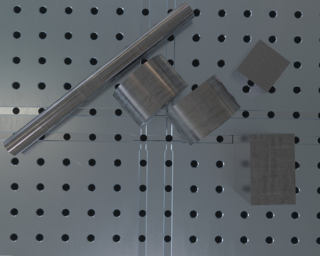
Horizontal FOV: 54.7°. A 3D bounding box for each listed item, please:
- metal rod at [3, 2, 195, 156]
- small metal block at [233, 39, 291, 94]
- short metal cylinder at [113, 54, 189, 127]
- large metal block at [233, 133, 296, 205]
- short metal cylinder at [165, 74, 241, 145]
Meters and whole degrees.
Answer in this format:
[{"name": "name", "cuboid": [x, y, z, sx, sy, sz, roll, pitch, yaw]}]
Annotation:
[{"name": "metal rod", "cuboid": [-0.080, -0.065, 0.412, 0.300, 0.025, 0.025, -38, 90, 0]}, {"name": "small metal block", "cuboid": [0.135, -0.081, 0.415, 0.050, 0.025, 0.050, 37, 90, 0]}, {"name": "short metal cylinder", "cuboid": [-0.011, -0.046, 0.386, 0.080, 0.080, 0.050, -40, 90, 0]}, {"name": "large metal block", "cuboid": [0.127, 0.046, 0.387, 0.050, 0.080, 0.079, -1, 90, 0]}, {"name": "short metal cylinder", "cuboid": [0.053, -0.022, 0.386, 0.080, 0.080, 0.050, -38, 90, 0]}]
